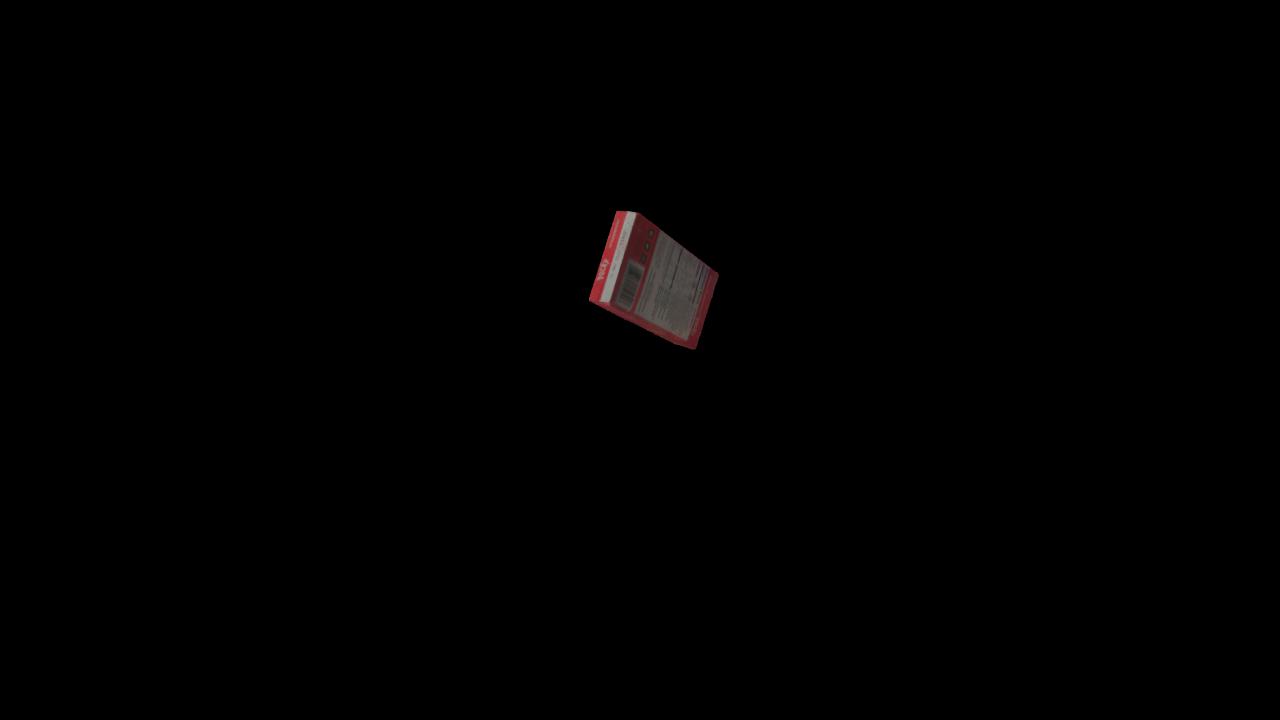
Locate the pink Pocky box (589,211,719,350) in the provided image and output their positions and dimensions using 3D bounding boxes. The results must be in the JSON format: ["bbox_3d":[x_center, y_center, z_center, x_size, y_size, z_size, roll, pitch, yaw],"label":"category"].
[{"bbox_3d":[0.018,-0.069,0.576,0.029,0.084,0.155,15,-4,36],"label":"pink Pocky box"}]
